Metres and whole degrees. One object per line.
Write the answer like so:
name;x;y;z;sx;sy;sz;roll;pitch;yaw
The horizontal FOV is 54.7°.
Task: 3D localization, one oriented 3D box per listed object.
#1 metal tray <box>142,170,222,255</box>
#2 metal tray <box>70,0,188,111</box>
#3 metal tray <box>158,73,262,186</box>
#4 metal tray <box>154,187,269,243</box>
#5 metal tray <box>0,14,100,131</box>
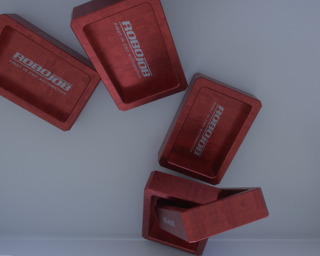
metal tray;0.024;0.118;0.414;0.090;0.030;0.129;15;135;9
metal tray;-0.029;-0.085;0.348;0.090;0.030;0.130;-19;135;6
metal tray;0.062;0.004;0.410;0.090;0.030;0.129;21;108;-8
metal tray;0.052;0.096;0.364;0.091;0.130;0.030;-13;82;-16
metal tray;-0.147;-0.066;0.382;0.130;0.030;0.090;32;107;-12
